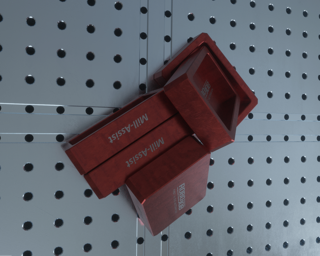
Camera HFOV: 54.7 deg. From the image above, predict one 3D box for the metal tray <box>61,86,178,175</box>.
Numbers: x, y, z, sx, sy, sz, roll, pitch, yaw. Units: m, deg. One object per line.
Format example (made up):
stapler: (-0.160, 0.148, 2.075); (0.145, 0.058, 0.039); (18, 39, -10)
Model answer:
metal tray: (-0.048, 0.000, 0.361); (0.131, 0.090, 0.030); (-34, 102, -17)

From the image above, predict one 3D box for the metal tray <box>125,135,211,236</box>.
metal tray: (0.014, 0.074, 0.370); (0.090, 0.129, 0.030); (-34, 60, -17)

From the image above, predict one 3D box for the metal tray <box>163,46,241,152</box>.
metal tray: (0.057, -0.041, 0.375); (0.090, 0.030, 0.130); (52, 30, -13)

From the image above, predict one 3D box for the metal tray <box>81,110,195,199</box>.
metal tray: (-0.031, 0.025, 0.366); (0.131, 0.090, 0.030); (-34, 102, -17)

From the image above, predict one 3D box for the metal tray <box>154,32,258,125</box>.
metal tray: (0.067, -0.054, 0.435); (0.090, 0.030, 0.130); (-46, 105, -15)
